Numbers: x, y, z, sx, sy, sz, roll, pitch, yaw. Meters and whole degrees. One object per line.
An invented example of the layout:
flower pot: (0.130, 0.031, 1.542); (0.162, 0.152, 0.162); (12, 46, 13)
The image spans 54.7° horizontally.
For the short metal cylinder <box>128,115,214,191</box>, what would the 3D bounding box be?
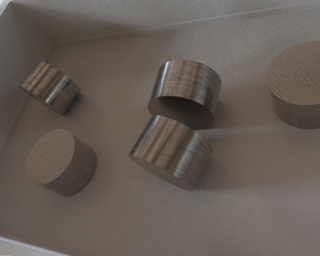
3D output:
short metal cylinder: (0.012, 0.029, 0.346); (0.080, 0.080, 0.050); (19, 72, 35)

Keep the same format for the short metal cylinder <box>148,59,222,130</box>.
short metal cylinder: (0.031, -0.038, 0.377); (0.080, 0.080, 0.050); (2, 63, 28)

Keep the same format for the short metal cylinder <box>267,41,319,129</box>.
short metal cylinder: (0.161, -0.045, 0.333); (0.080, 0.050, 0.080); (-13, 56, 20)

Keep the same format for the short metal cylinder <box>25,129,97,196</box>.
short metal cylinder: (-0.136, 0.048, 0.429); (0.080, 0.050, 0.080); (-13, 56, 20)

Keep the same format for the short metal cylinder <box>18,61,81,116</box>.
short metal cylinder: (-0.176, -0.063, 0.499); (0.080, 0.080, 0.050); (23, 74, 36)
